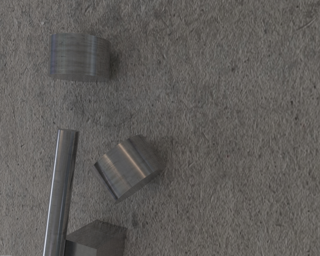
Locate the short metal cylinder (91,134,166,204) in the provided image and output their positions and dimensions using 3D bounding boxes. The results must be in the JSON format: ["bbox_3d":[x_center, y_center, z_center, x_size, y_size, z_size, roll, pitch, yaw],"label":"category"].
[{"bbox_3d":[-0.039,0.052,0.393,0.080,0.080,0.050,-41,77,15],"label":"short metal cylinder"}]

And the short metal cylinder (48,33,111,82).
[{"bbox_3d":[-0.108,-0.092,0.418,0.080,0.080,0.050,3,91,20],"label":"short metal cylinder"}]

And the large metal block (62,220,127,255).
[{"bbox_3d":[-0.089,0.178,0.411,0.050,0.080,0.079,9,93,20],"label":"large metal block"}]

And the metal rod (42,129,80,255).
[{"bbox_3d":[-0.127,0.150,0.368,0.025,0.025,0.298,9,93,19],"label":"metal rod"}]
